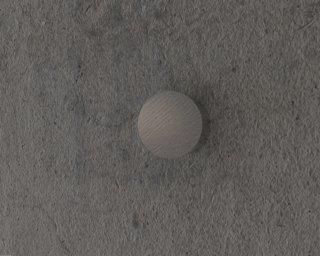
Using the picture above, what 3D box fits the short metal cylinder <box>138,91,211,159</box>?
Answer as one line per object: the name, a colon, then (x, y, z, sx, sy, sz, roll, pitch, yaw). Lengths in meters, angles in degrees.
short metal cylinder: (0.019, -0.004, 0.389, 0.080, 0.050, 0.080, 0, 90, 20)
